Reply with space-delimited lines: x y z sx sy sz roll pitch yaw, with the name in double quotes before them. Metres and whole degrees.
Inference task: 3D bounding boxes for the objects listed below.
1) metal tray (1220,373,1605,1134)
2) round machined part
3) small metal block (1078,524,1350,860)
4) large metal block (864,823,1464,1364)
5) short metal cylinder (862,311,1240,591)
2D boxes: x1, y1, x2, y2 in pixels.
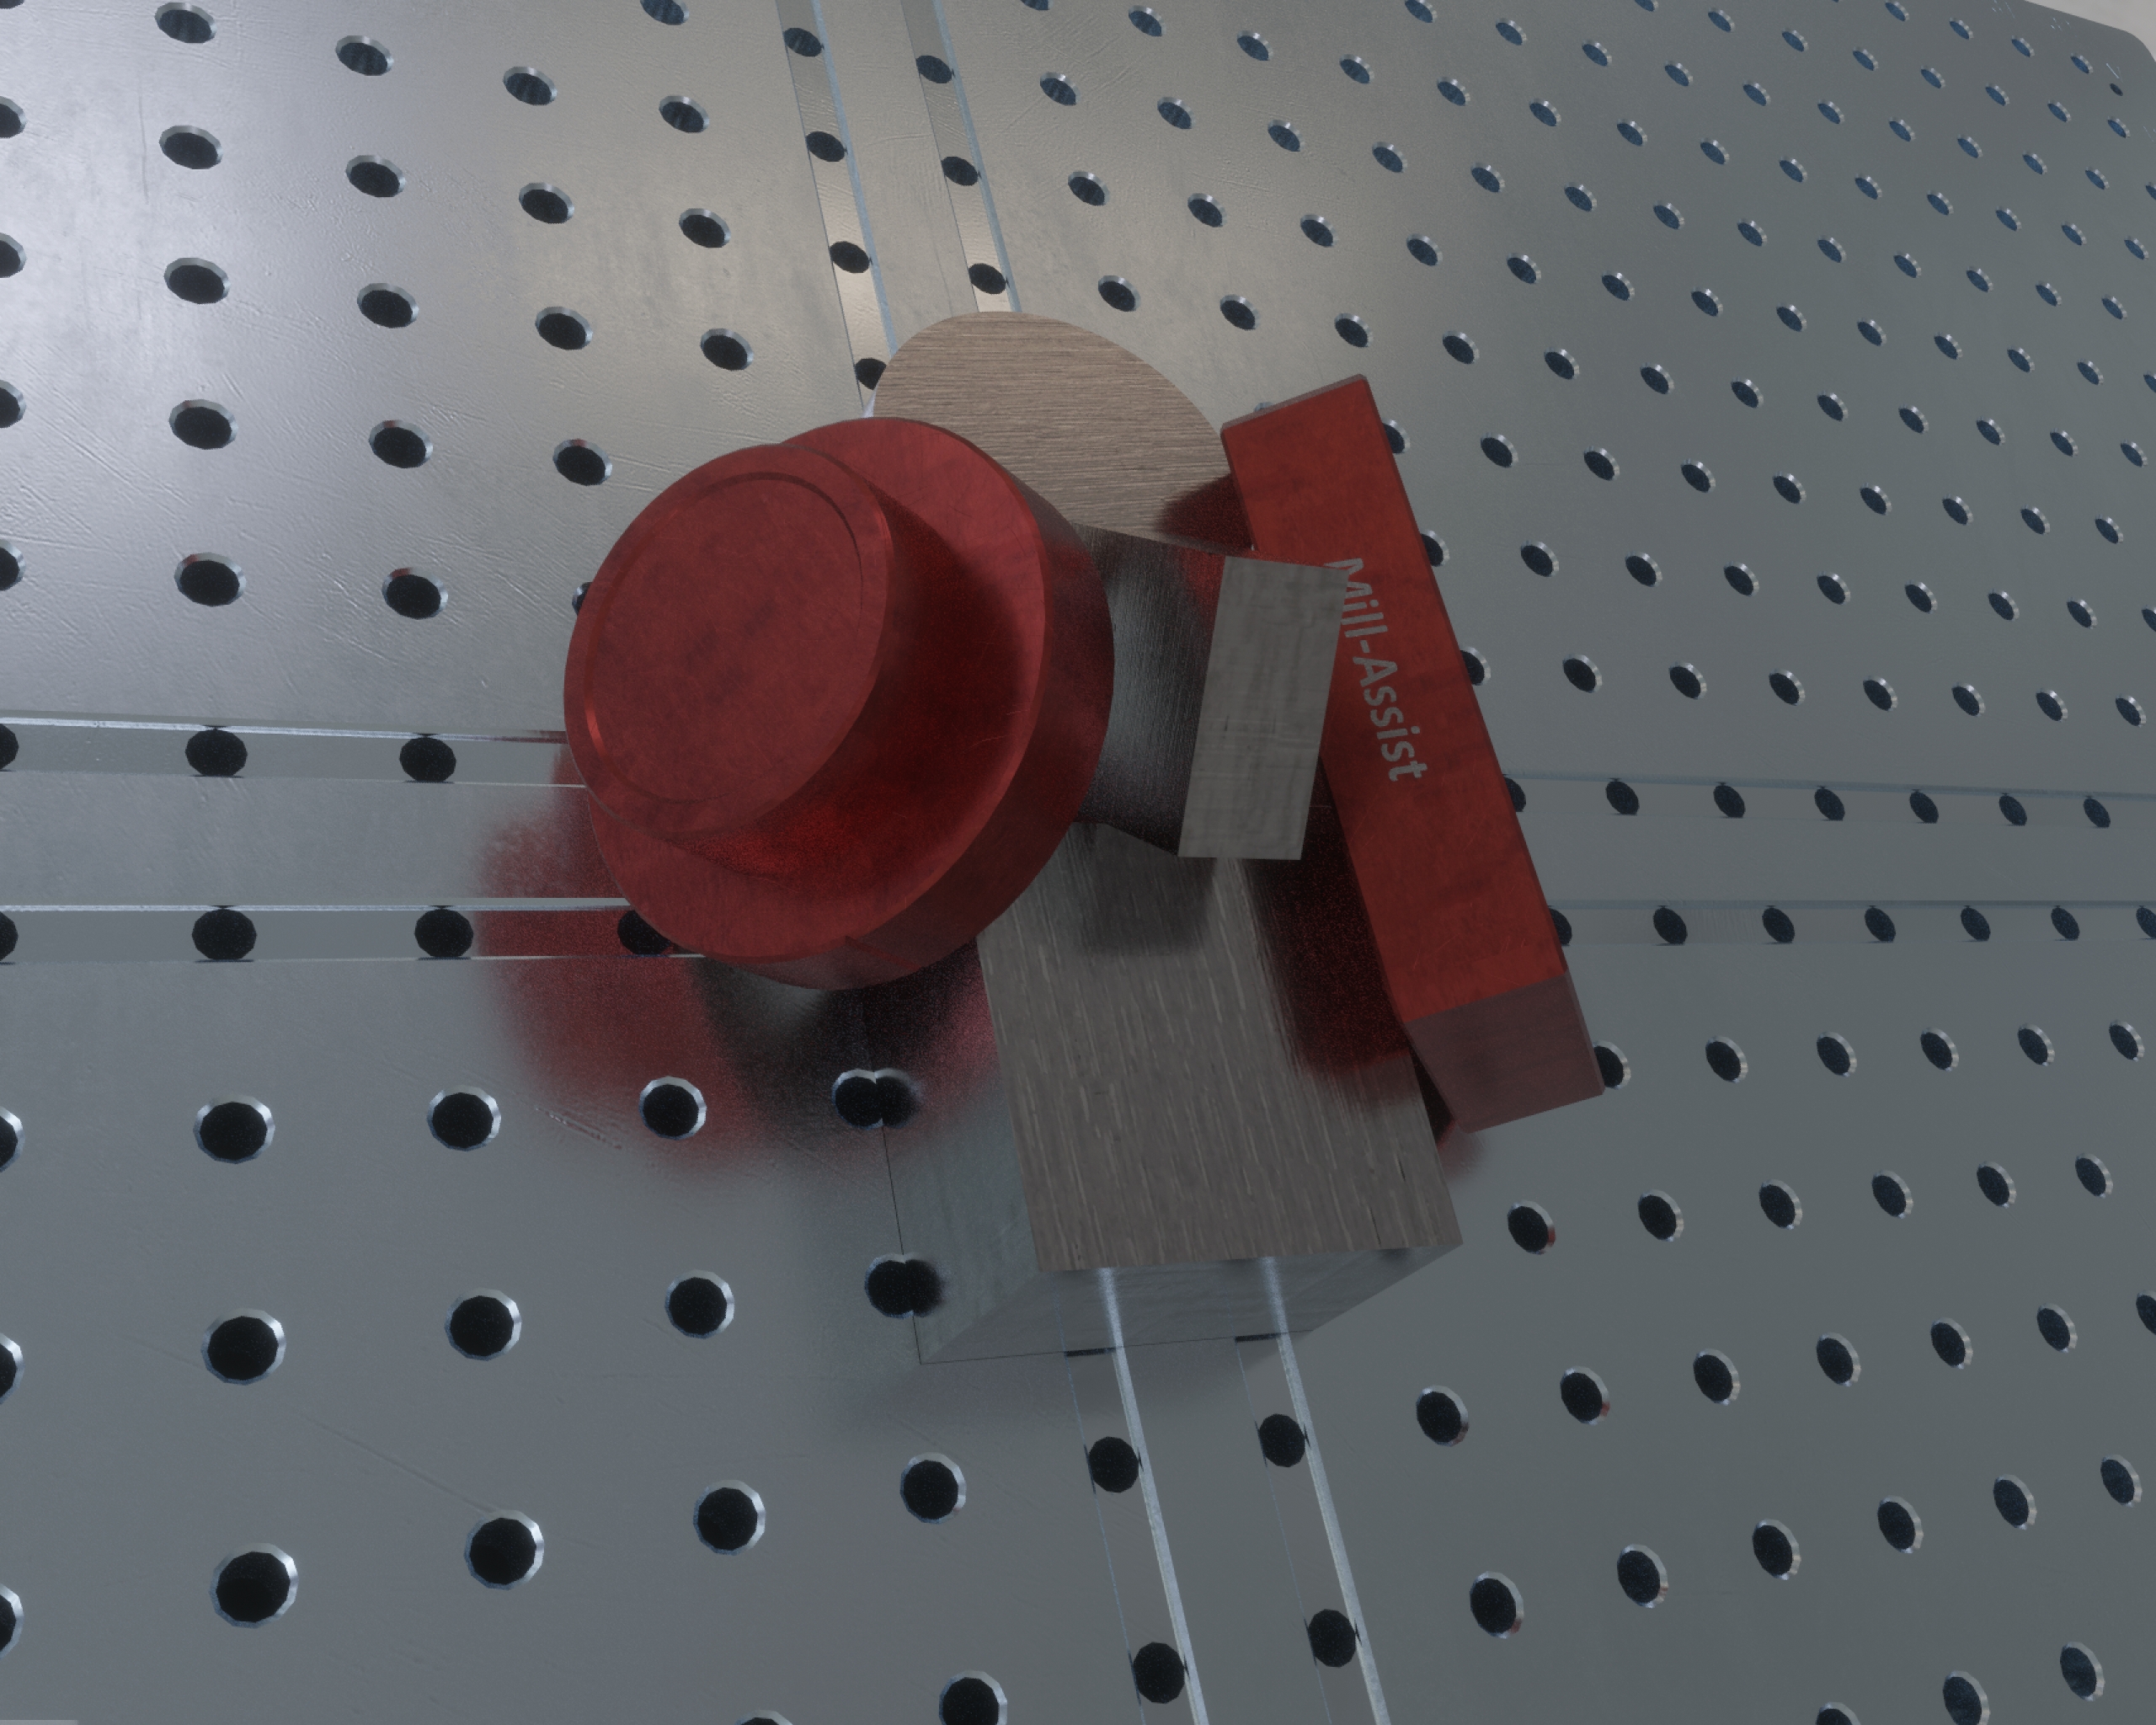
"metal tray" 0.067 -0.020 0.416 0.030 0.090 0.130 -19 64 11
"round machined part" -0.047 -0.031 0.350 0.042 0.098 0.098 29 43 -55
"small metal block" 0.019 -0.031 0.366 0.025 0.050 0.050 2 103 -31
"large metal block" 0.012 0.040 0.373 0.081 0.050 0.080 2 61 -27
"short metal cylinder" -0.012 -0.064 0.423 0.081 0.050 0.080 14 56 -21
